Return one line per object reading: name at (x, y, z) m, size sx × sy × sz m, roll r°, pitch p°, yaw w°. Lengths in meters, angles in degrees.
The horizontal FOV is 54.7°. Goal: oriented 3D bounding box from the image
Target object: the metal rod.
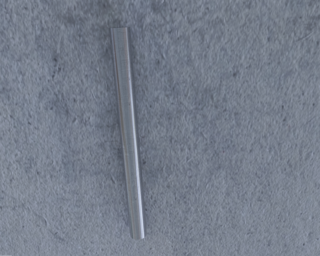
metal rod at (-0.040, 0.021, 0.416) m, size 0.025 × 0.025 × 0.298 m, roll -3°, pitch 110°, yaw 0°
